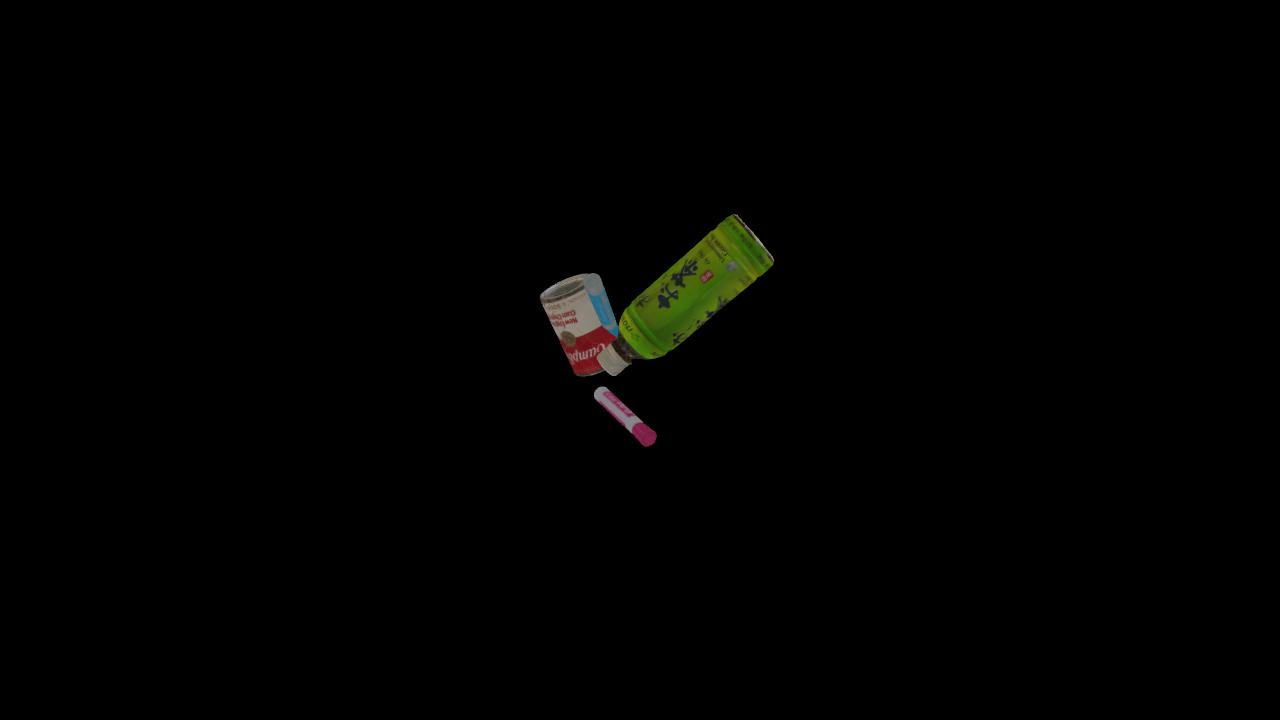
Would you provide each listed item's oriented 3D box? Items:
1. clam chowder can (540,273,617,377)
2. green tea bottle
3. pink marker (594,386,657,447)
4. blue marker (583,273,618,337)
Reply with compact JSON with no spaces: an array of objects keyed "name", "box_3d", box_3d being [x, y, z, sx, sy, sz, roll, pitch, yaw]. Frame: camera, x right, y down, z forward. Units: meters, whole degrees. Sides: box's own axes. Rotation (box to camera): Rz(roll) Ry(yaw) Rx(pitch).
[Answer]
[{"name":"clam chowder can","box_3d":[-0.066,-0.041,0.714,0.068,0.102,0.068,-19,22,8]},{"name":"green tea bottle","box_3d":[0.041,-0.060,0.654,0.212,0.073,0.073,-41,-13,15]},{"name":"pink marker","box_3d":[-0.017,0.060,0.667,0.020,0.020,0.121,0,21,-30]},{"name":"blue marker","box_3d":[-0.039,-0.054,0.671,0.020,0.020,0.121,0,-25,10]}]
